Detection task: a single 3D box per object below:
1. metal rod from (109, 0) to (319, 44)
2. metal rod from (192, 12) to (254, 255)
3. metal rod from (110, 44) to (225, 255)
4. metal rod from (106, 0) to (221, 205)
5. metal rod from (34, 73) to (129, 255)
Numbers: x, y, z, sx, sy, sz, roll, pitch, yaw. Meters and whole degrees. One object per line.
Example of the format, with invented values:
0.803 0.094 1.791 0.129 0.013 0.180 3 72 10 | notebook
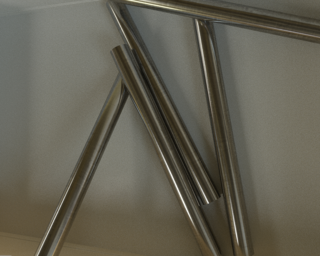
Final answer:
0.083 -0.132 0.359 0.301 0.025 0.025 15 95 10 | metal rod
0.077 0.005 0.382 0.025 0.025 0.298 -10 87 19 | metal rod
0.009 0.034 0.391 0.025 0.025 0.299 -25 87 18 | metal rod
0.001 -0.043 0.409 0.025 0.025 0.299 -29 81 17 | metal rod
-0.092 0.052 0.377 0.025 0.025 0.300 14 70 19 | metal rod
